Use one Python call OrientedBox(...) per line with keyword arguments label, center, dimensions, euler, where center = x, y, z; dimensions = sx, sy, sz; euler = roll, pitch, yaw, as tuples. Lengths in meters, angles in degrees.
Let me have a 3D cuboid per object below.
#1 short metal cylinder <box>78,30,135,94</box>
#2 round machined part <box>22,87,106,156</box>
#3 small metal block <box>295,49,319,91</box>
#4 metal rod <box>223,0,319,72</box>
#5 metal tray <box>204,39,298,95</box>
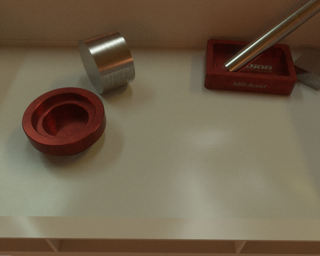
OrientedBox(label="short metal cylinder", center=(-0.078, -0.096, 0.449), dimensions=(0.050, 0.080, 0.080), euler=(-25, 55, -20))
OrientedBox(label="round machined part", center=(-0.118, -0.004, 0.396), dimensions=(0.099, 0.042, 0.098), euler=(0, 50, 0))
OrientedBox(label="small metal block", center=(0.238, -0.091, 0.485), dimensions=(0.050, 0.025, 0.050), euler=(35, 58, 25))
OrientedBox(label="metal rod", center=(0.221, -0.176, 0.446), dimensions=(0.300, 0.025, 0.025), euler=(-37, 54, 8))
OrientedBox(label="metal tray", center=(0.137, -0.097, 0.485), dimensions=(0.131, 0.030, 0.090), euler=(5, 50, 4))
